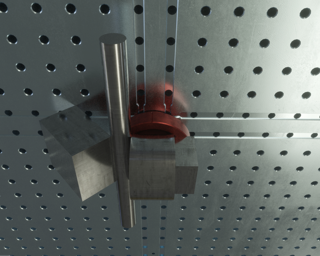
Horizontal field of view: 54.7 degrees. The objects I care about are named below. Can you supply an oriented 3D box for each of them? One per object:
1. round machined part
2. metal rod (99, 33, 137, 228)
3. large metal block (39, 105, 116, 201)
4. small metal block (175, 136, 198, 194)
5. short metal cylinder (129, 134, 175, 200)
[{"bbox_3d":[-0.009,0.016,0.413,0.099,0.042,0.097,-1,130,0],"label":"round machined part"},{"bbox_3d":[-0.046,0.031,0.383,0.025,0.025,0.298,0,130,-1],"label":"metal rod"},{"bbox_3d":[-0.103,0.031,0.392,0.050,0.080,0.079,-29,139,-31],"label":"large metal block"},{"bbox_3d":[0.029,0.045,0.379,0.025,0.050,0.050,1,130,-1],"label":"small metal block"},{"bbox_3d":[-0.009,0.047,0.376,0.050,0.080,0.079,1,130,-1],"label":"short metal cylinder"}]
